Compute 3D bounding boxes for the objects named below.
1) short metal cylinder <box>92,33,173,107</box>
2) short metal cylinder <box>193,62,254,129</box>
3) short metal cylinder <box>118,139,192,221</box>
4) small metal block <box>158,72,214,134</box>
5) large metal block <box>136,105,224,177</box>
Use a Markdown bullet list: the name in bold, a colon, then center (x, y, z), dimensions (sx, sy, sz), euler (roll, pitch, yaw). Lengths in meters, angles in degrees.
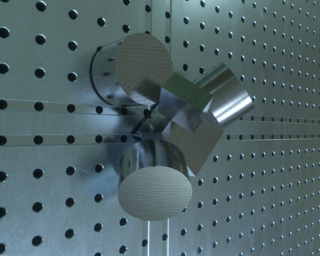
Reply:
- **short metal cylinder**: center (-0.031, -0.066, 0.363), dimensions (0.081, 0.050, 0.079), euler (0, 90, -40)
- **short metal cylinder**: center (0.086, -0.045, 0.432), dimensions (0.050, 0.080, 0.080), euler (-35, 118, 8)
- **short metal cylinder**: center (-0.007, 0.060, 0.356), dimensions (0.081, 0.050, 0.079), euler (-2, 121, -4)
- **small metal block**: center (0.027, -0.027, 0.347), dimensions (0.050, 0.050, 0.025), euler (33, 64, 12)
- **large metal block**: center (0.029, 0.005, 0.410), dimensions (0.080, 0.050, 0.080), euler (52, 60, -28)
